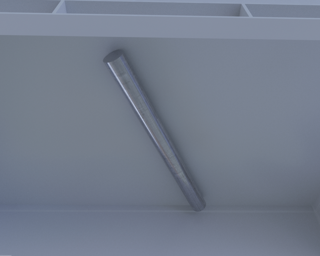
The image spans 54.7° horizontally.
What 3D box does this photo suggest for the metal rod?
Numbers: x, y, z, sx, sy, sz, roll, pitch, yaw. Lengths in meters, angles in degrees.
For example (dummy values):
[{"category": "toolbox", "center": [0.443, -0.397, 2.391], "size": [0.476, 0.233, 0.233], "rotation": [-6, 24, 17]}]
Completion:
[{"category": "metal rod", "center": [0.007, 0.025, 0.430], "size": [0.025, 0.025, 0.299], "rotation": [-18, 128, 14]}]
